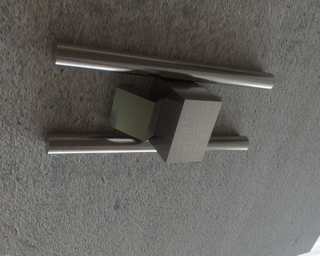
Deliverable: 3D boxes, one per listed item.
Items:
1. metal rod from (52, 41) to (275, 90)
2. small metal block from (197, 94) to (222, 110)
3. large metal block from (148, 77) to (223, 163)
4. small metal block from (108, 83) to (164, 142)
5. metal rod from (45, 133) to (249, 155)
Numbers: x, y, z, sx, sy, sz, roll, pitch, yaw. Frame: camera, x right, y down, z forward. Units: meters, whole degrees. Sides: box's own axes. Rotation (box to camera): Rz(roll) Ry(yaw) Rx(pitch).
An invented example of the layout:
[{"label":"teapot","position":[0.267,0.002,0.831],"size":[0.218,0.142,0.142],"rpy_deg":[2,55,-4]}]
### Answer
[{"label":"metal rod","position":[0.027,-0.071,0.381],"size":[0.303,0.025,0.025],"rpy_deg":[1,118,-29]},{"label":"small metal block","position":[0.062,-0.016,0.416],"size":[0.025,0.050,0.050],"rpy_deg":[19,114,9]},{"label":"large metal block","position":[0.021,-0.014,0.380],"size":[0.050,0.080,0.079],"rpy_deg":[1,118,-29]},{"label":"small metal block","position":[-0.028,-0.019,0.365],"size":[0.025,0.050,0.050],"rpy_deg":[-36,146,-60]},{"label":"metal rod","position":[0.004,0.021,0.425],"size":[0.303,0.025,0.025],"rpy_deg":[2,118,-30]}]
